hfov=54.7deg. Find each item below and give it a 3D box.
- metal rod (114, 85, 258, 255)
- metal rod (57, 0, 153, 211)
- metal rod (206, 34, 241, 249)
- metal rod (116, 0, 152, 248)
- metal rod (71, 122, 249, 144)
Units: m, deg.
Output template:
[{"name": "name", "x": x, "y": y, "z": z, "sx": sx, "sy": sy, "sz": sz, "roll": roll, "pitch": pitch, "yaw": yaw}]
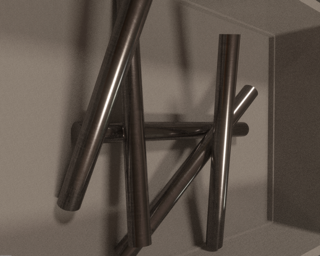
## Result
[{"name": "metal rod", "x": 0.047, "y": 0.049, "z": 0.424, "sx": 0.301, "sy": 0.025, "sz": 0.025, "roll": -49, "pitch": 120, "yaw": -21}, {"name": "metal rod", "x": -0.044, "y": -0.053, "z": 0.293, "sx": 0.025, "sy": 0.025, "sz": 0.298, "roll": 9, "pitch": 109, "yaw": -40}, {"name": "metal rod", "x": 0.082, "y": 0.030, "z": 0.414, "sx": 0.025, "sy": 0.025, "sz": 0.298, "roll": -15, "pitch": 113, "yaw": -39}, {"name": "metal rod", "x": -0.031, "y": -0.022, "z": 0.353, "sx": 0.025, "sy": 0.025, "sz": 0.298, "roll": 3, "pitch": 79, "yaw": -40}, {"name": "metal rod", "x": 0.025, "y": 0.004, "z": 0.430, "sx": 0.302, "sy": 0.025, "sz": 0.025, "roll": -1, "pitch": 91, "yaw": -40}]
